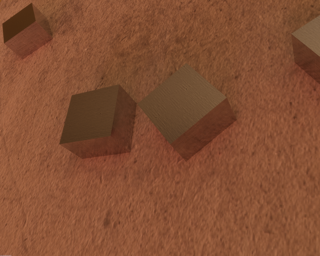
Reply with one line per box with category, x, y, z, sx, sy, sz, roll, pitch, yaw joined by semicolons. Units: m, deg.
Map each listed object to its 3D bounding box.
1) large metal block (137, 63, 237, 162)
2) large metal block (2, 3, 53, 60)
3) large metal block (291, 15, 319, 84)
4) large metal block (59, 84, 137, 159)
large metal block;0.033;-0.020;0.382;0.080;0.050;0.080;-40;51;1
large metal block;-0.283;-0.207;0.659;0.080;0.050;0.080;-32;52;7
large metal block;0.204;-0.087;0.334;0.080;0.050;0.080;-33;52;6
large metal block;-0.084;-0.007;0.435;0.080;0.050;0.080;-9;58;23
